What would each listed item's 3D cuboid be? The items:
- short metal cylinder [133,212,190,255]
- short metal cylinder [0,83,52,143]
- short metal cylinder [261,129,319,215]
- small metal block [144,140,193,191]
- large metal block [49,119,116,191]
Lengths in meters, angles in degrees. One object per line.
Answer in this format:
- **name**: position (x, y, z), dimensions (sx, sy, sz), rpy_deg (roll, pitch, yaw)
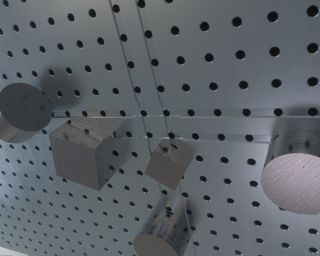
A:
- **short metal cylinder**: position (0.004, 0.185, 0.508), dimensions (0.080, 0.050, 0.079), rpy_deg (13, 124, 21)
- **short metal cylinder**: position (-0.216, -0.022, 0.475), dimensions (0.050, 0.080, 0.080), rpy_deg (-28, 103, 37)
- **short metal cylinder**: position (0.157, 0.048, 0.342), dimensions (0.080, 0.050, 0.079), rpy_deg (13, 124, 21)
- **small metal block**: position (0.012, 0.054, 0.438), dimensions (0.050, 0.025, 0.050), rpy_deg (30, 128, 9)
- **large metal block**: position (-0.118, 0.041, 0.482), dimensions (0.080, 0.050, 0.079), rpy_deg (15, 125, 19)
